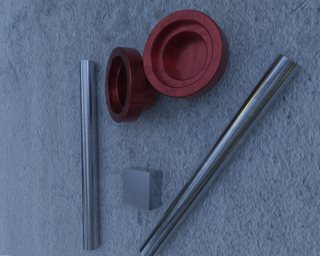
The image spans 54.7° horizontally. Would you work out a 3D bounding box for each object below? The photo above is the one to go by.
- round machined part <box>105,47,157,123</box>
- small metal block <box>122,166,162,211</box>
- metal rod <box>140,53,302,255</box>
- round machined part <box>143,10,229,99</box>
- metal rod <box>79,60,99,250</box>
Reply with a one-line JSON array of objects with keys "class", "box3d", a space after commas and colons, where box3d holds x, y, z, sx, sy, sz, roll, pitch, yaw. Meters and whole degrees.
[{"class": "round machined part", "box3d": [-0.038, -0.056, 0.411, 0.098, 0.042, 0.097, 8, 99, 62]}, {"class": "small metal block", "box3d": [-0.025, 0.081, 0.426, 0.050, 0.025, 0.050, 1, 91, 40]}, {"class": "metal rod", "box3d": [0.055, 0.051, 0.359, 0.025, 0.025, 0.298, 46, 117, 30]}, {"class": "round machined part", "box3d": [0.032, -0.082, 0.360, 0.098, 0.042, 0.097, -1, 88, 30]}, {"class": "metal rod", "box3d": [-0.114, 0.042, 0.498, 0.025, 0.025, 0.298, -2, 88, 40]}]
